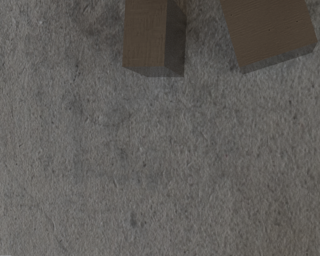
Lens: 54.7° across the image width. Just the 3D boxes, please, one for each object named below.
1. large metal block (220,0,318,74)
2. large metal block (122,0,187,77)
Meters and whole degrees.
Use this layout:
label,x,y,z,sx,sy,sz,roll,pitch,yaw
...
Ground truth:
label,x,y,z,sx,sy,sz,roll,pitch,yaw
large metal block,0.122,-0.115,0.353,0.080,0.050,0.080,-16,85,19
large metal block,-0.004,-0.108,0.380,0.050,0.080,0.079,3,91,20
